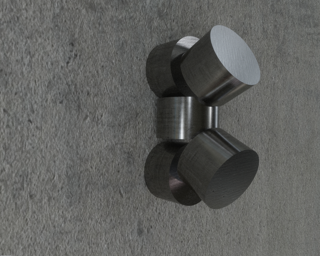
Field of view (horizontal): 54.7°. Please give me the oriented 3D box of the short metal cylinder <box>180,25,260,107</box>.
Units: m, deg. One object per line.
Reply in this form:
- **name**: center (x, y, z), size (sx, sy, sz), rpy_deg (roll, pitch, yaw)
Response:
- **short metal cylinder**: center (0.071, -0.072, 0.365), size (0.080, 0.050, 0.080), rpy_deg (21, 52, -30)

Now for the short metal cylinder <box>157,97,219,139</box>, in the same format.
- **short metal cylinder**: center (0.036, -0.011, 0.401), size (0.081, 0.080, 0.050), rpy_deg (2, 89, -40)

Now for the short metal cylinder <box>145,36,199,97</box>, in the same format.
- **short metal cylinder**: center (0.027, -0.077, 0.413), size (0.081, 0.050, 0.080), rpy_deg (0, 90, -40)

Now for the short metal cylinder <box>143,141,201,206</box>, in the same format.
- **short metal cylinder**: center (0.025, 0.058, 0.411), size (0.081, 0.050, 0.080), rpy_deg (0, 90, -40)

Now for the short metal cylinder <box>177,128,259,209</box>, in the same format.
- **short metal cylinder**: center (0.068, 0.046, 0.360), size (0.081, 0.050, 0.079), rpy_deg (-21, 129, -27)
